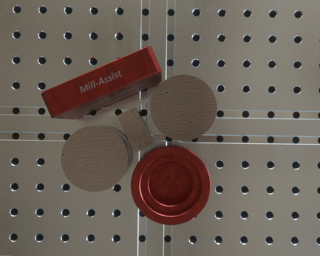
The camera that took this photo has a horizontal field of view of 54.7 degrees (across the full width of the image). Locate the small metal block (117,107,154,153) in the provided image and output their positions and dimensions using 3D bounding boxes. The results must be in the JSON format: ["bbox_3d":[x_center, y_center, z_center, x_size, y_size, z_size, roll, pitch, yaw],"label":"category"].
[{"bbox_3d":[-0.030,0.002,0.396,0.025,0.050,0.050,-25,90,0],"label":"small metal block"}]

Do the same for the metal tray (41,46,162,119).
[{"bbox_3d":[-0.063,-0.050,0.376,0.131,0.090,0.030,-23,90,0],"label":"metal tray"}]

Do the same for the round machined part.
[{"bbox_3d":[0.014,0.071,0.401,0.099,0.042,0.097,0,90,0],"label":"round machined part"}]

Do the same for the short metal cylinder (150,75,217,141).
[{"bbox_3d":[0.028,-0.025,0.397,0.081,0.050,0.079,0,90,0],"label":"short metal cylinder"}]

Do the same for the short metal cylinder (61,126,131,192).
[{"bbox_3d":[-0.079,0.037,0.396,0.081,0.050,0.079,0,90,0],"label":"short metal cylinder"}]
